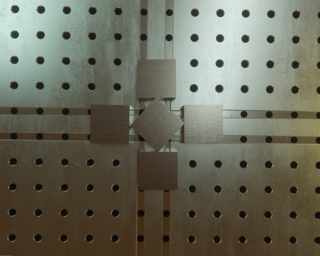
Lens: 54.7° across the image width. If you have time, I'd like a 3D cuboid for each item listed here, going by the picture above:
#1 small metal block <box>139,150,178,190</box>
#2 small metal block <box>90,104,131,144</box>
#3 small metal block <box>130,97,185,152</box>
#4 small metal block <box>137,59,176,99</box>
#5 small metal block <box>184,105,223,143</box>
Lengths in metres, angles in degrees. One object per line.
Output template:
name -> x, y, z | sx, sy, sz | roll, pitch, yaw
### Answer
small metal block -> -0.002, 0.056, 0.413 | 0.050, 0.025, 0.050 | 0, 90, -1
small metal block -> -0.065, -0.005, 0.412 | 0.050, 0.025, 0.050 | 1, 90, -1
small metal block -> -0.004, -0.005, 0.413 | 0.050, 0.025, 0.050 | 42, 90, -1
small metal block -> -0.004, -0.064, 0.413 | 0.050, 0.025, 0.050 | -1, 90, -1
small metal block -> 0.057, -0.005, 0.414 | 0.050, 0.025, 0.050 | 0, 90, -1
